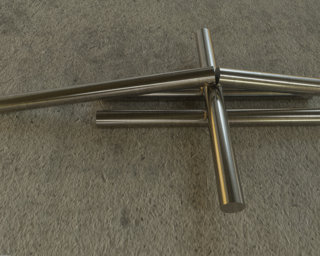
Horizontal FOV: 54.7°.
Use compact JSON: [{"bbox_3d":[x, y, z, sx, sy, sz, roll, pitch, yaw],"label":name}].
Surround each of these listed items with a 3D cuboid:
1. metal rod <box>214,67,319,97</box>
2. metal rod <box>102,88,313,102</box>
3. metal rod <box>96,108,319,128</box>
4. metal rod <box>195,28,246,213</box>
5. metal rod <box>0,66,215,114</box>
[{"bbox_3d":[0.221,-0.055,0.421,0.302,0.025,0.025,4,50,-10],"label":"metal rod"},{"bbox_3d":[0.068,-0.052,0.448,0.302,0.025,0.025,-1,50,-1],"label":"metal rod"},{"bbox_3d":[0.068,-0.013,0.416,0.302,0.025,0.025,-1,50,-1],"label":"metal rod"},{"bbox_3d":[0.071,-0.036,0.403,0.025,0.025,0.300,0,50,-1],"label":"metal rod"},{"bbox_3d":[-0.080,-0.049,0.412,0.302,0.025,0.025,-7,50,6],"label":"metal rod"}]
